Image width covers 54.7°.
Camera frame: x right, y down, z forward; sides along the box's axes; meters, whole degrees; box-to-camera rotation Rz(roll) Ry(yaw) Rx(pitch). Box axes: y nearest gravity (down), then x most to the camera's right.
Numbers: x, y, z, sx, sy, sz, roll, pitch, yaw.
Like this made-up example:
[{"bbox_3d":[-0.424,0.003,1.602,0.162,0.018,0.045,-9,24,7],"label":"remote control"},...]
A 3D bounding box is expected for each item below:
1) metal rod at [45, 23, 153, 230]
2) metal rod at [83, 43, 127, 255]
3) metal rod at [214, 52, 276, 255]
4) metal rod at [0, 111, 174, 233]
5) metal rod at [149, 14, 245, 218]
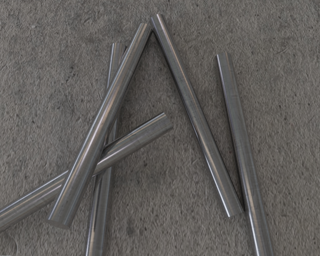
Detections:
[{"bbox_3d":[-0.061,-0.027,0.379,0.025,0.025,0.300,14,56,5],"label":"metal rod"},{"bbox_3d":[-0.068,0.024,0.398,0.025,0.025,0.299,3,70,1],"label":"metal rod"},{"bbox_3d":[0.107,0.038,0.394,0.025,0.025,0.299,-6,70,-2],"label":"metal rod"},{"bbox_3d":[-0.119,0.068,0.362,0.301,0.025,0.025,-31,73,-3],"label":"metal rod"},{"bbox_3d":[0.042,-0.030,0.418,0.025,0.025,0.299,-17,71,-6],"label":"metal rod"}]
